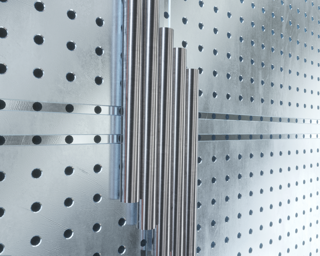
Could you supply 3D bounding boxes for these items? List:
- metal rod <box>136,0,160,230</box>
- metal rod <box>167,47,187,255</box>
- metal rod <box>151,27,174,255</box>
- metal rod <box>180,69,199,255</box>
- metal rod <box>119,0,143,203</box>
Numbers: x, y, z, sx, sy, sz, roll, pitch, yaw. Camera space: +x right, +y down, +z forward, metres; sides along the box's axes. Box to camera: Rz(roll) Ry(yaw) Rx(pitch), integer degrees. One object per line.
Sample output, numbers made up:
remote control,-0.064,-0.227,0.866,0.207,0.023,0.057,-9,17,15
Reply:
metal rod,-0.015,-0.023,0.397,0.025,0.025,0.298,2,89,-40
metal rod,0.022,0.040,0.429,0.025,0.025,0.298,2,89,-40
metal rod,0.004,0.018,0.413,0.025,0.025,0.298,2,89,-40
metal rod,0.041,0.066,0.445,0.025,0.025,0.298,2,89,-40
metal rod,-0.035,-0.060,0.381,0.025,0.025,0.298,1,89,-40
